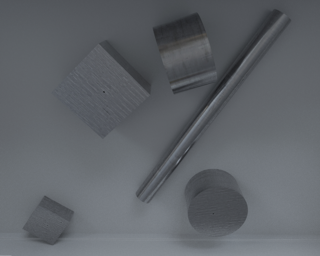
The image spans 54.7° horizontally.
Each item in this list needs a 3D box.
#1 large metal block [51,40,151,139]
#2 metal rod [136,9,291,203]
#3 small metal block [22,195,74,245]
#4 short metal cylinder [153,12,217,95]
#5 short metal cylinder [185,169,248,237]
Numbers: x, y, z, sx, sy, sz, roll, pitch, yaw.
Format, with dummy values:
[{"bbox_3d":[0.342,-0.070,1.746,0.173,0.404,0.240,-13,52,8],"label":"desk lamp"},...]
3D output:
[{"bbox_3d":[-0.068,-0.048,0.379,0.080,0.050,0.080,-42,105,13],"label":"large metal block"},{"bbox_3d":[0.060,-0.016,0.406,0.025,0.025,0.299,33,107,-12],"label":"metal rod"},{"bbox_3d":[-0.165,0.137,0.459,0.050,0.025,0.050,34,106,-12],"label":"small metal block"},{"bbox_3d":[0.028,-0.083,0.352,0.050,0.080,0.080,-17,109,6],"label":"short metal cylinder"},{"bbox_3d":[0.077,0.105,0.438,0.081,0.050,0.079,0,110,-1],"label":"short metal cylinder"}]
